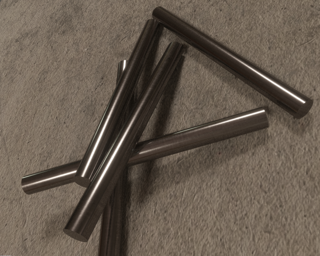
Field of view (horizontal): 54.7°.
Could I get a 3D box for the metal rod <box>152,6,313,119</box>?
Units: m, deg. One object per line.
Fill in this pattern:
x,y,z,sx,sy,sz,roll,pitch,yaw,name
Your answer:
0.077,-0.106,0.427,0.025,0.025,0.300,-42,51,-1,metal rod

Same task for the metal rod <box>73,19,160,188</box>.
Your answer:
-0.046,-0.056,0.422,0.025,0.025,0.300,-5,48,25,metal rod

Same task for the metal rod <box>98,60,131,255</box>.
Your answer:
-0.055,0.029,0.413,0.025,0.025,0.299,-13,56,21,metal rod

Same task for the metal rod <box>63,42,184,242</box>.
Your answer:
-0.027,-0.010,0.374,0.025,0.025,0.301,1,47,28,metal rod

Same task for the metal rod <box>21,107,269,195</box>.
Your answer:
-0.025,0.030,0.371,0.301,0.025,0.025,-16,55,8,metal rod
